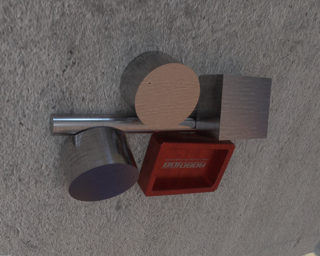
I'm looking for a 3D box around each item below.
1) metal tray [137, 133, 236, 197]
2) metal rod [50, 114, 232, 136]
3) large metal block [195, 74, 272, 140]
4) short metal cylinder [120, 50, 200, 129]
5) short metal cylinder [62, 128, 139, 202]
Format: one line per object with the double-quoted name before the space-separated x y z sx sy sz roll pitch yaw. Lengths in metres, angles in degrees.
"metal tray" 0.040 0.054 0.459 0.131 0.030 0.089 3 117 -30
"metal rod" 0.014 -0.006 0.414 0.303 0.025 0.025 -1 119 -28
"large metal block" 0.097 -0.028 0.412 0.081 0.050 0.079 -1 98 -28
"short metal cylinder" -0.001 -0.045 0.364 0.081 0.050 0.079 -14 124 -21
"short metal cylinder" -0.070 0.044 0.365 0.081 0.050 0.080 -15 145 -11
